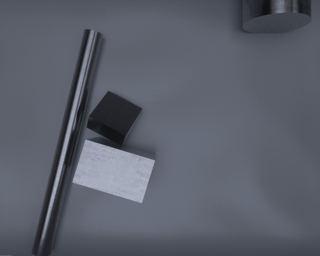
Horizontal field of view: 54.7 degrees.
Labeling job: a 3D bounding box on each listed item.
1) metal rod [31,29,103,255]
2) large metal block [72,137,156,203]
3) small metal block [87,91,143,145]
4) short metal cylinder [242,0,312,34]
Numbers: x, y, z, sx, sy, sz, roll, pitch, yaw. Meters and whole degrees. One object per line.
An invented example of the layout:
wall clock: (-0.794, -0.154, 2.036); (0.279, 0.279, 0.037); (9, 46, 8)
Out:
metal rod: (-0.122, 0.019, 0.409); (0.025, 0.025, 0.298); (13, 90, -1)
large metal block: (-0.051, 0.048, 0.383); (0.080, 0.080, 0.050); (17, 90, -1)
small metal block: (-0.058, -0.013, 0.398); (0.050, 0.025, 0.050); (28, 51, 0)
short metal cylinder: (0.144, -0.154, 0.386); (0.081, 0.080, 0.050); (0, 91, -1)
